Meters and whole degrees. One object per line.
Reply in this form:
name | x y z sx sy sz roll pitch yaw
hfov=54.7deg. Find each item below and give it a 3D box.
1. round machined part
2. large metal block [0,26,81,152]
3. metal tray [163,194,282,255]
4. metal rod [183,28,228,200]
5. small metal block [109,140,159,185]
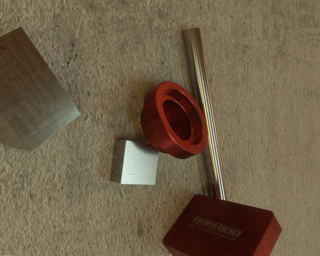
round machined part | 0.014 -0.006 0.389 0.098 0.042 0.098 31 44 -36
large metal block | -0.126 -0.029 0.263 0.050 0.080 0.080 -44 117 -31
metal tray | 0.076 0.139 0.400 0.090 0.130 0.030 -48 119 -29
metal rod | 0.072 0.005 0.464 0.025 0.025 0.298 -18 102 -39
small metal block | -0.030 0.042 0.379 0.050 0.025 0.050 11 83 -39
